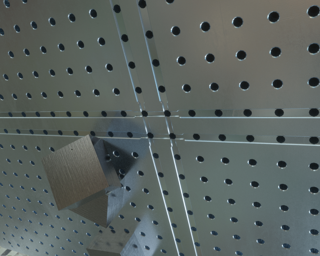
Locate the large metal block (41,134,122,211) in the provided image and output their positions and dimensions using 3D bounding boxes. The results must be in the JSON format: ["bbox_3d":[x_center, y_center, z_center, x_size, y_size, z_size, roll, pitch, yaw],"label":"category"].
[{"bbox_3d":[-0.115,0.066,0.457,0.080,0.050,0.080,-27,75,7],"label":"large metal block"}]

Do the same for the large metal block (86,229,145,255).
[{"bbox_3d":[-0.080,0.242,0.588,0.080,0.050,0.080,-6,116,31],"label":"large metal block"}]

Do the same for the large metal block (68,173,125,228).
[{"bbox_3d":[-0.109,0.109,0.521,0.080,0.050,0.079,21,126,16],"label":"large metal block"}]
